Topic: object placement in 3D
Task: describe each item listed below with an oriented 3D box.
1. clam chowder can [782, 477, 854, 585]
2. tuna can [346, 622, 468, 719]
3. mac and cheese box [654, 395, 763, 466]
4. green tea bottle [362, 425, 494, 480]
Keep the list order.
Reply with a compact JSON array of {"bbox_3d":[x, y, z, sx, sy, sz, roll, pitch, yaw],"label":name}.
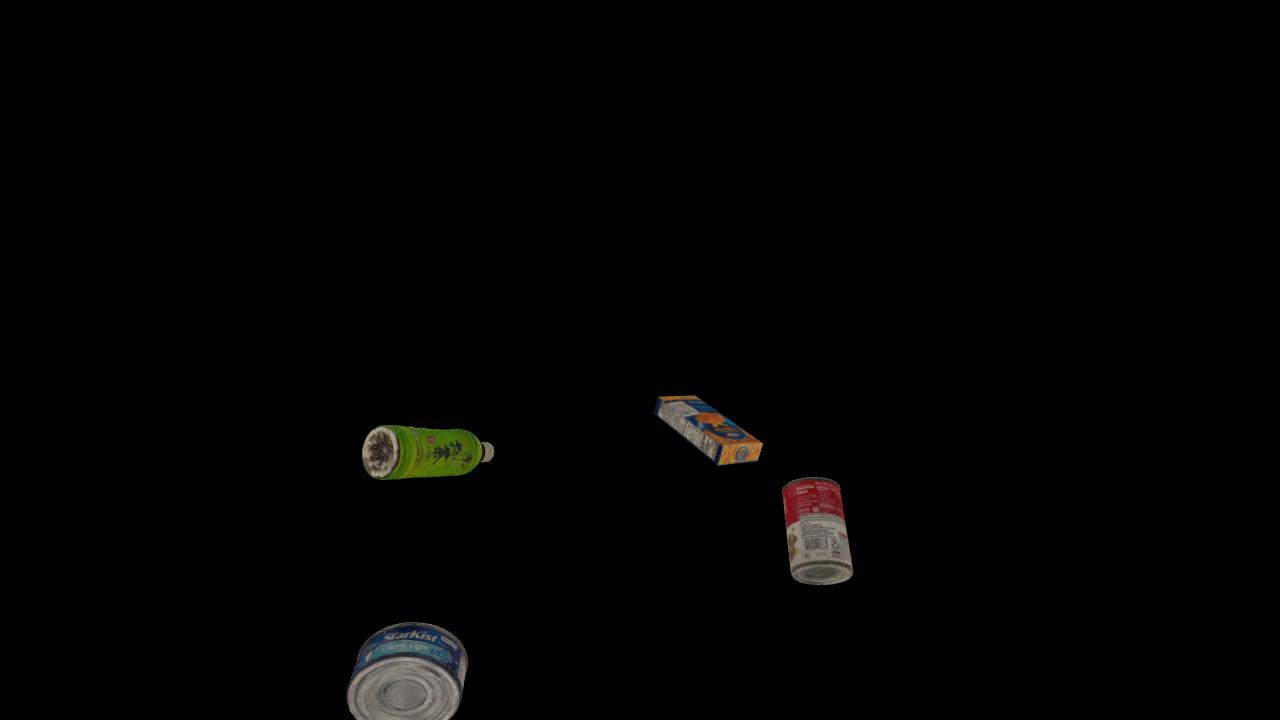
[{"bbox_3d":[0.200,0.194,0.697,0.068,0.102,0.068,2,-39,2],"label":"clam chowder can"},{"bbox_3d":[-0.177,0.245,0.469,0.084,0.084,0.034,0,21,-8],"label":"tuna can"},{"bbox_3d":[0.112,0.115,1.048,0.093,0.041,0.184,3,21,-37],"label":"mac and cheese box"},{"bbox_3d":[-0.284,0.130,0.864,0.073,0.073,0.212,0,-8,23],"label":"green tea bottle"}]
